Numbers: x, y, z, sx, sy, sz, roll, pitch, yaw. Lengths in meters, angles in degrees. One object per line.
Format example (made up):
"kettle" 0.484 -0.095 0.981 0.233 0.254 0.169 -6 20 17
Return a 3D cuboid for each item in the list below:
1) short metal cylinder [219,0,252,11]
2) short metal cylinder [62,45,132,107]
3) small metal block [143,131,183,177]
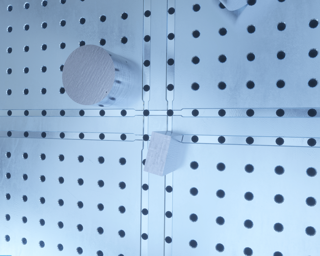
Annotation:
"short metal cylinder" 0.091 -0.182 0.351 0.080 0.080 0.050 -41 77 15
"short metal cylinder" -0.086 -0.070 0.430 0.080 0.050 0.079 0 90 20
"small metal block" 0.005 0.031 0.397 0.025 0.050 0.050 14 95 19
